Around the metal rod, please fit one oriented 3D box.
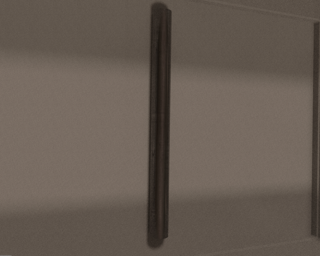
[{"bbox_3d":[0.001,-0.006,0.411,0.025,0.025,0.298,1,90,-20],"label":"metal rod"}]
